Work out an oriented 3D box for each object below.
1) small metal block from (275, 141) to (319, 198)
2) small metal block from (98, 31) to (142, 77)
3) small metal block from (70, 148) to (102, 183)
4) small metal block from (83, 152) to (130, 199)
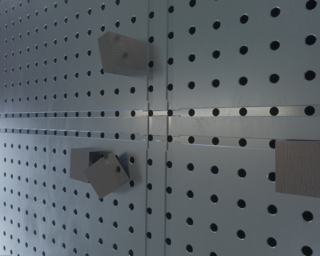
[{"bbox_3d":[0.139,0.037,0.295,0.050,0.025,0.050,0,90,40],"label":"small metal block"},{"bbox_3d":[-0.057,-0.104,0.442,0.025,0.050,0.050,-19,78,38],"label":"small metal block"},{"bbox_3d":[-0.123,0.061,0.513,0.050,0.025,0.050,5,93,40],"label":"small metal block"},{"bbox_3d":[-0.081,0.073,0.469,0.050,0.025,0.050,-36,84,34],"label":"small metal block"}]
